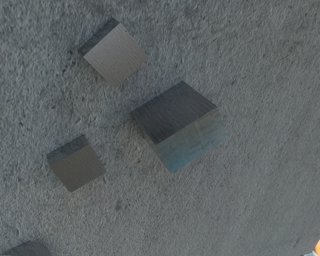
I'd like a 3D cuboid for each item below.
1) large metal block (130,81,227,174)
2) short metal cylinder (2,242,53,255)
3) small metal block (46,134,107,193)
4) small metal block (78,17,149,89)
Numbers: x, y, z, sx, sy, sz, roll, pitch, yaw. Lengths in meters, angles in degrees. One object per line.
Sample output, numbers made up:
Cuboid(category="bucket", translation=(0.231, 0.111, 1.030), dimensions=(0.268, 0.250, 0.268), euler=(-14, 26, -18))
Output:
Cuboid(category="large metal block", translation=(0.021, -0.004, 0.380), dimensions=(0.080, 0.080, 0.050), euler=(-32, 129, -8))
Cuboid(category="short metal cylinder", translation=(-0.171, 0.197, 0.400), dimensions=(0.081, 0.080, 0.050), euler=(-24, 127, -14))
Cuboid(category="small metal block", translation=(-0.101, 0.044, 0.379), dimensions=(0.050, 0.025, 0.050), euler=(-30, 129, -9))
Cuboid(category="small metal block", translation=(-0.049, -0.079, 0.331), dimensions=(0.050, 0.025, 0.050), euler=(-43, 130, 1))
